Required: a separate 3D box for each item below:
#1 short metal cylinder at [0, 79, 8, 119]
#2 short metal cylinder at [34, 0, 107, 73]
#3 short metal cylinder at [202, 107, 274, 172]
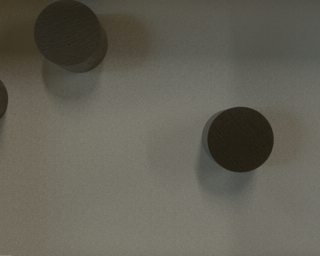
[{"bbox_3d":[-0.247,-0.039,0.397,0.081,0.050,0.080,0,90,0],"label":"short metal cylinder"},{"bbox_3d":[-0.112,-0.115,0.398,0.081,0.050,0.080,0,90,0],"label":"short metal cylinder"},{"bbox_3d":[0.098,0.014,0.399,0.081,0.050,0.080,0,90,0],"label":"short metal cylinder"}]
